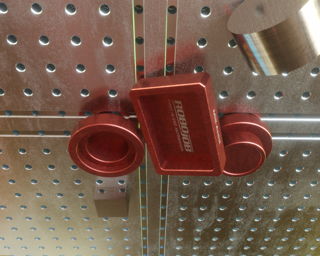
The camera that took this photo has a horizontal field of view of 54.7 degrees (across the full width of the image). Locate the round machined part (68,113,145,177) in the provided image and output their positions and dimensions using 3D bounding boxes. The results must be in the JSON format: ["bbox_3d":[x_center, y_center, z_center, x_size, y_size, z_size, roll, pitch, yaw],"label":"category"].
[{"bbox_3d":[-0.069,0.019,0.415,0.099,0.042,0.097,-1,130,0],"label":"round machined part"}]

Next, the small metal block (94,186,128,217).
[{"bbox_3d":[-0.080,0.124,0.516,0.050,0.025,0.050,-1,130,0],"label":"small metal block"}]

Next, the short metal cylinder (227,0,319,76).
[{"bbox_3d":[0.112,-0.096,0.295,0.080,0.080,0.050,-26,126,20],"label":"short metal cylinder"}]

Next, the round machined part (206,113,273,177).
[{"bbox_3d":[0.106,0.030,0.428,0.099,0.042,0.097,0,130,0],"label":"round machined part"}]

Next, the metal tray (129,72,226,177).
[{"bbox_3d":[0.025,0.000,0.379,0.090,0.030,0.129,-2,123,23],"label":"metal tray"}]
